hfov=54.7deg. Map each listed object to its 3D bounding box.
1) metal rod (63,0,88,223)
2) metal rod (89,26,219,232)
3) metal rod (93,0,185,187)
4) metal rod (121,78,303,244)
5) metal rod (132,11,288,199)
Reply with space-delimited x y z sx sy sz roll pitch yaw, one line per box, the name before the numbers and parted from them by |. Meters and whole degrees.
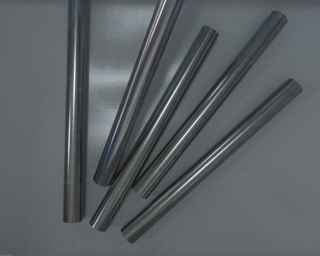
metal rod | -0.112 -0.027 0.409 0.025 0.025 0.298 1 90 -1
metal rod | -0.007 0.001 0.411 0.025 0.025 0.299 30 90 -1
metal rod | -0.022 -0.055 0.353 0.025 0.025 0.298 24 114 -1
metal rod | 0.068 0.043 0.412 0.300 0.025 0.025 -42 91 -1
metal rod | 0.066 -0.031 0.412 0.025 0.025 0.300 39 90 -1
